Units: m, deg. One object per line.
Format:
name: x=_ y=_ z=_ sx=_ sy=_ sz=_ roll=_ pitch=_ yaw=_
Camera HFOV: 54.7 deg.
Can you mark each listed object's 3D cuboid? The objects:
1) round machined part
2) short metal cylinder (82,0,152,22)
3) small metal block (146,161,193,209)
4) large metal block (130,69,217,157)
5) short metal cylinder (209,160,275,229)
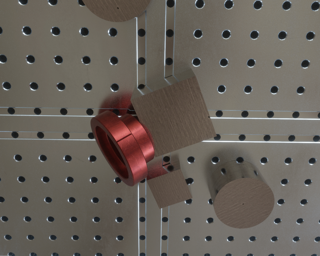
round machined part: x=-0.043 y=0.021 z=0.390 sx=0.042 sy=0.098 sz=0.098 roll=-31 pitch=111 yaw=-23
short metal cylinder: x=-0.046 y=-0.159 z=0.341 sx=0.081 sy=0.050 sz=0.079 roll=0 pitch=110 yaw=-1
small metal block: x=0.014 y=0.081 z=0.444 sx=0.050 sy=0.025 sz=0.050 roll=-20 pitch=109 yaw=7
large metal block: x=0.017 y=-0.020 z=0.393 sx=0.080 sy=0.050 sz=0.080 roll=-20 pitch=109 yaw=7
short metal cylinder: x=0.112 y=0.093 z=0.436 sx=0.081 sy=0.050 sz=0.079 roll=0 pitch=110 yaw=0
